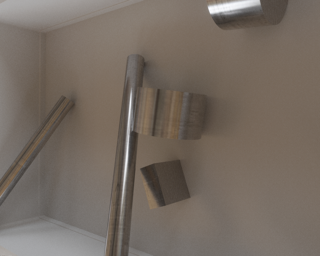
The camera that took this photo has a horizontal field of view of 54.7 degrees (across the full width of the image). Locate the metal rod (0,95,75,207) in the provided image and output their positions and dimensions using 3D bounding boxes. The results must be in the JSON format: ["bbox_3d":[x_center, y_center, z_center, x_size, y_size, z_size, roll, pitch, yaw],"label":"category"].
[{"bbox_3d":[-0.241,0.074,0.517,0.025,0.025,0.300,28,80,36],"label":"metal rod"}]

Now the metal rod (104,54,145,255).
[{"bbox_3d":[-0.041,0.038,0.368,0.025,0.025,0.299,-20,56,38],"label":"metal rod"}]

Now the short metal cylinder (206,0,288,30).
[{"bbox_3d":[0.086,-0.138,0.299,0.050,0.081,0.079,7,95,39],"label":"short metal cylinder"}]

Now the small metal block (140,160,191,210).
[{"bbox_3d":[0.007,0.069,0.383,0.025,0.050,0.050,-25,74,37],"label":"small metal block"}]

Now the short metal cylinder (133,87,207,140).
[{"bbox_3d":[0.011,-0.018,0.360,0.080,0.081,0.050,12,97,39],"label":"short metal cylinder"}]
